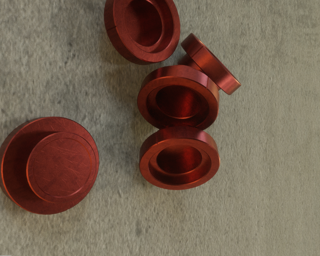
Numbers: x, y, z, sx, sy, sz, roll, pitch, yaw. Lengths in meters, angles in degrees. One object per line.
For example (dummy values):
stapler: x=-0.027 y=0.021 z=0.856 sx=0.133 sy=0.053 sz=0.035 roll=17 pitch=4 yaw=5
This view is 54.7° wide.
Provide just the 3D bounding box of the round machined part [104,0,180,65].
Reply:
round machined part: x=-0.025 y=-0.125 z=0.374 sx=0.099 sy=0.042 sz=0.097 roll=0 pitch=90 yaw=-40

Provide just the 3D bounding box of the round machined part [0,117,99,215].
round machined part: x=-0.104 y=0.037 z=0.308 sx=0.099 sy=0.042 sz=0.097 roll=0 pitch=90 yaw=-40

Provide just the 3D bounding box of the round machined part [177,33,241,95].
round machined part: x=0.062 y=-0.080 z=0.425 sx=0.042 sy=0.098 sz=0.098 roll=-43 pitch=127 yaw=17

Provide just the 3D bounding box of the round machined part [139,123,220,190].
round machined part: x=0.023 y=0.032 z=0.392 sx=0.098 sy=0.098 sz=0.042 roll=41 pitch=29 yaw=-33

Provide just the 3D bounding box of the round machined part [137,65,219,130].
round machined part: x=0.024 y=-0.039 z=0.385 sx=0.098 sy=0.098 sz=0.042 roll=44 pitch=41 yaw=-32
